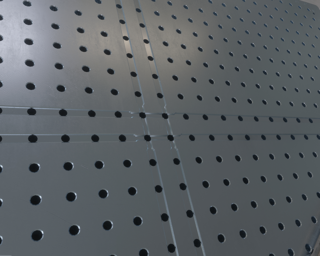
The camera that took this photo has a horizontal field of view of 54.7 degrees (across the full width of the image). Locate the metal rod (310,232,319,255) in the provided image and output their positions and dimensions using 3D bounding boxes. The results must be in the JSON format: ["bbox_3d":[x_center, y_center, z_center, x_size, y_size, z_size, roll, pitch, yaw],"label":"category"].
[{"bbox_3d":[0.214,0.178,0.414,0.025,0.025,0.302,48,51,5],"label":"metal rod"}]
